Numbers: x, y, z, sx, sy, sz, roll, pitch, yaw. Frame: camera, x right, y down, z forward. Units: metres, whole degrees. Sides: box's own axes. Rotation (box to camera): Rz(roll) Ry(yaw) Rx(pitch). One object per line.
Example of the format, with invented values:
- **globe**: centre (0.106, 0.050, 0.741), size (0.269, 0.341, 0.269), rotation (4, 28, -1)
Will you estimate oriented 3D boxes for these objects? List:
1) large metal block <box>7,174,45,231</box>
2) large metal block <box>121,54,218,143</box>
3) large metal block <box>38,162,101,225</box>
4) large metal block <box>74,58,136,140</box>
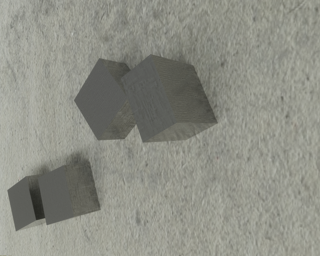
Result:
- **large metal block**: centre (-0.236, 0.138, 0.579), size (0.080, 0.050, 0.080), rotation (-32, 71, 35)
- **large metal block**: centre (0.012, -0.031, 0.358), size (0.050, 0.081, 0.080), rotation (-31, 71, 35)
- **large metal block**: centre (-0.151, 0.108, 0.510), size (0.080, 0.050, 0.080), rotation (-25, 74, 37)
- **large metal block**: centre (-0.068, -0.039, 0.442), size (0.080, 0.050, 0.080), rotation (-51, 61, 28)
